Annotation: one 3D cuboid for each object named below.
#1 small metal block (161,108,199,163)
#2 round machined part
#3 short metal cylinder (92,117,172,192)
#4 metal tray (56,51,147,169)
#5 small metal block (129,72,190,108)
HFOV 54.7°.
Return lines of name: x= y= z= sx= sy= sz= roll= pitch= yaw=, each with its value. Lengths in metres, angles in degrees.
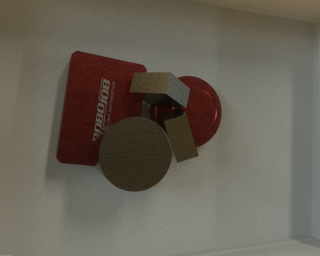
small metal block: x=0.022 y=0.007 z=0.363 sx=0.025 sy=0.050 sz=0.050 roll=-18 pitch=103 yaw=-1
round machined part: x=0.041 y=-0.022 z=0.416 sx=0.099 sy=0.042 sz=0.097 roll=0 pitch=90 yaw=-21
short metal cylinder: x=-0.033 y=0.028 z=0.352 sx=0.081 sy=0.050 sz=0.079 roll=0 pitch=90 yaw=-21
metal tray: x=-0.071 y=-0.019 z=0.378 sx=0.091 sy=0.030 sz=0.129 roll=8 pitch=87 yaw=-20
small metal block: x=0.001 y=-0.045 z=0.370 sx=0.050 sy=0.050 sz=0.025 roll=28 pitch=72 yaw=-55
